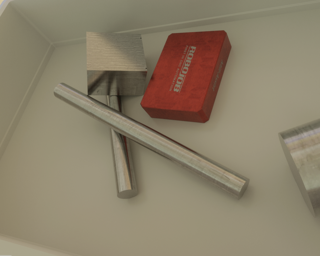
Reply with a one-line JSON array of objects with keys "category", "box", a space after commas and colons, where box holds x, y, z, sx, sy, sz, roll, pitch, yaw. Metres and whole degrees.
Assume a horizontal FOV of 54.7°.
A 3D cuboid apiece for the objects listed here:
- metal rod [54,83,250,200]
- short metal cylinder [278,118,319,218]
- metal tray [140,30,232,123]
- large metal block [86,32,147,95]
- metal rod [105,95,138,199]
[{"category": "metal rod", "box": [-0.031, 0.004, 0.392, 0.300, 0.025, 0.025, 27, 76, 28]}, {"category": "short metal cylinder", "box": [0.145, 0.033, 0.274, 0.050, 0.080, 0.080, -22, 54, 15]}, {"category": "metal tray", "box": [0.037, -0.074, 0.427, 0.090, 0.030, 0.130, 7, 65, 31]}, {"category": "large metal block", "box": [-0.066, -0.095, 0.458, 0.081, 0.050, 0.080, -1, 54, -13]}, {"category": "metal rod", "box": [-0.068, -0.038, 0.462, 0.025, 0.025, 0.299, -24, 53, 13]}]
